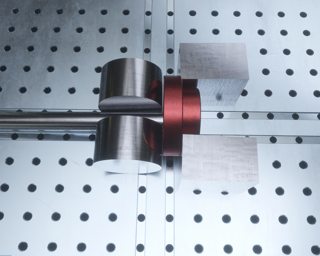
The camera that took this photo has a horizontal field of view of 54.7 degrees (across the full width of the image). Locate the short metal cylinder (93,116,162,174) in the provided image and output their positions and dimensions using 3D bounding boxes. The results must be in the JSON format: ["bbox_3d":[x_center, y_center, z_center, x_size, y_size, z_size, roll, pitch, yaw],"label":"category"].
[{"bbox_3d":[-0.038,0.023,0.373,0.080,0.080,0.050,1,71,0],"label":"short metal cylinder"}]

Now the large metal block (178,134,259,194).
[{"bbox_3d":[0.064,0.045,0.367,0.080,0.080,0.050,3,70,1],"label":"large metal block"}]

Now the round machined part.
[{"bbox_3d":[0.025,-0.015,0.378,0.042,0.098,0.098,1,70,0],"label":"round machined part"}]

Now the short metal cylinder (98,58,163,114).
[{"bbox_3d":[-0.037,-0.047,0.400,0.080,0.080,0.050,1,71,0],"label":"short metal cylinder"}]

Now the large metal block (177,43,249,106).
[{"bbox_3d":[0.065,-0.067,0.408,0.081,0.080,0.050,0,70,0],"label":"large metal block"}]

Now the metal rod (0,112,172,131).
[{"bbox_3d":[-0.120,-0.009,0.402,0.302,0.025,0.025,0,70,4],"label":"metal rod"}]
